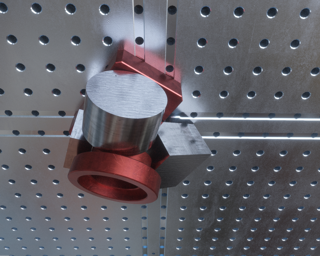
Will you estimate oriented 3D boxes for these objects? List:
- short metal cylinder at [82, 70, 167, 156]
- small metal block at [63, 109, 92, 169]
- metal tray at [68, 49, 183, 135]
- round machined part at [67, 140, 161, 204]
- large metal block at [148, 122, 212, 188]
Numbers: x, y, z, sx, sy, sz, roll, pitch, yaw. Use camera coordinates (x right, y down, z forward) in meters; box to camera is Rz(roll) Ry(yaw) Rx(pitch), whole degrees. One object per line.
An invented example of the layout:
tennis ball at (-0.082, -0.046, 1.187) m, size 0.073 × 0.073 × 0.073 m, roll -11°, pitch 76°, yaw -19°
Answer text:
short metal cylinder at (-0.038, -0.017, 0.321) m, size 0.081 × 0.080 × 0.050 m, roll 10°, pitch 129°, yaw -9°
small metal block at (-0.092, 0.015, 0.365) m, size 0.025 × 0.050 × 0.050 m, roll 15°, pitch 128°, yaw -13°
metal tray at (-0.045, -0.023, 0.389) m, size 0.090 × 0.030 × 0.129 m, roll 28°, pitch 125°, yaw -22°
round machined part at (-0.047, 0.048, 0.342) m, size 0.099 × 0.042 × 0.098 m, roll 9°, pitch 151°, yaw 6°
large metal block at (0.006, 0.038, 0.404) m, size 0.081 × 0.050 × 0.080 m, roll 3°, pitch 139°, yaw -45°
